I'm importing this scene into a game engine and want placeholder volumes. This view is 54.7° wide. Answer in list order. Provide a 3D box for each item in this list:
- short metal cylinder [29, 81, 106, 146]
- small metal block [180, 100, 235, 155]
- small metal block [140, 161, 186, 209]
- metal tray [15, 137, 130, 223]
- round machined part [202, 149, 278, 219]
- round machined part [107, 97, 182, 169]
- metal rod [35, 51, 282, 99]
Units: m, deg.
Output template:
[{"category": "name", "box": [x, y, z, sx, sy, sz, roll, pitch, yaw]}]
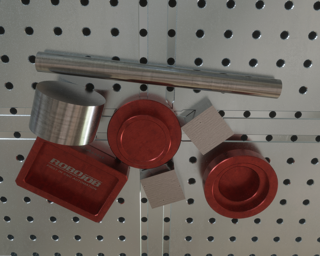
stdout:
[{"category": "short metal cylinder", "box": [-0.112, -0.020, 0.376, 0.080, 0.080, 0.050, 17, 109, -6]}, {"category": "small metal block", "box": [0.062, -0.001, 0.414, 0.050, 0.025, 0.050, -36, 106, 12]}, {"category": "small metal block", "box": [0.004, 0.082, 0.444, 0.050, 0.025, 0.050, -18, 109, 6]}, {"category": "metal tray", "box": [-0.120, 0.066, 0.434, 0.131, 0.030, 0.090, 29, 108, -10]}, {"category": "round machined part", "box": [0.108, 0.073, 0.432, 0.099, 0.042, 0.097, 0, 110, 0]}, {"category": "round machined part", "box": [-0.021, 0.010, 0.407, 0.099, 0.042, 0.097, 0, 107, 0]}, {"category": "metal rod", "box": [0.001, -0.066, 0.388, 0.302, 0.025, 0.025, 6, 110, -3]}]
